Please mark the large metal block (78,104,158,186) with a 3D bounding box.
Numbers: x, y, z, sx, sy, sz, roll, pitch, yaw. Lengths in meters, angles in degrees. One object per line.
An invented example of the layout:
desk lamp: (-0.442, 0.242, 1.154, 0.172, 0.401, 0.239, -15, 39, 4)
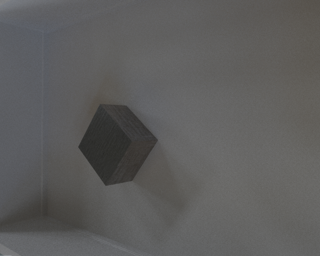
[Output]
large metal block: (-0.062, 0.023, 0.443, 0.080, 0.050, 0.080, 47, 118, 30)
